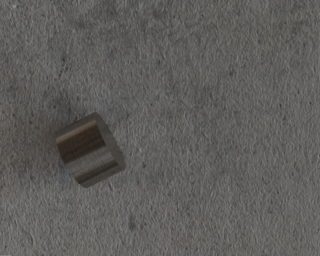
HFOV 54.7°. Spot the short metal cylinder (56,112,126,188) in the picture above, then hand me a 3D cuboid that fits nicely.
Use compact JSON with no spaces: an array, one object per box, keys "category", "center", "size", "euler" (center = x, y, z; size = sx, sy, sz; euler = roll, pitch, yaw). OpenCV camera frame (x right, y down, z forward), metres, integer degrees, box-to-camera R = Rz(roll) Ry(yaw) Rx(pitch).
[{"category":"short metal cylinder","center":[-0.084,0.027,0.381],"size":[0.050,0.080,0.080],"euler":[-27,90,0]}]
